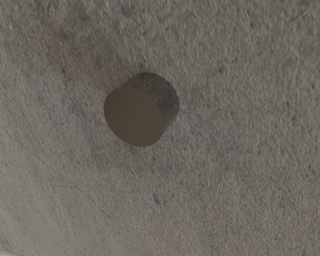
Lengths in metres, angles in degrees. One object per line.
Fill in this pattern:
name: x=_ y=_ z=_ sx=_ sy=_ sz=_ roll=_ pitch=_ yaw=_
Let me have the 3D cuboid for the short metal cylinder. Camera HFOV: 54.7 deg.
short metal cylinder: x=-0.022 y=-0.023 z=0.387 sx=0.080 sy=0.050 sz=0.079 roll=13 pitch=124 yaw=20
